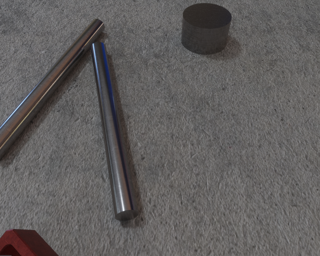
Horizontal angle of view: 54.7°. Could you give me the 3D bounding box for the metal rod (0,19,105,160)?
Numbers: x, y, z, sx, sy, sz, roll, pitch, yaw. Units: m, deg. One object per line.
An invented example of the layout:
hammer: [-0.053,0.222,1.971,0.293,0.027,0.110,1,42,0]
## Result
metal rod: [-0.158,-0.076,0.464,0.025,0.025,0.300,14,51,11]

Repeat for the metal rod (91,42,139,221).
metal rod: [-0.068,-0.020,0.419,0.025,0.025,0.300,-10,51,-9]

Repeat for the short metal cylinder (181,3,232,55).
short metal cylinder: [0.078,-0.171,0.532,0.081,0.050,0.080,0,50,0]

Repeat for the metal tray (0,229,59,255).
metal tray: [-0.101,0.156,0.244,0.130,0.030,0.090,34,82,24]
